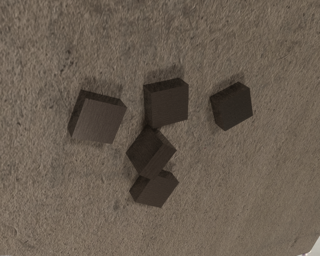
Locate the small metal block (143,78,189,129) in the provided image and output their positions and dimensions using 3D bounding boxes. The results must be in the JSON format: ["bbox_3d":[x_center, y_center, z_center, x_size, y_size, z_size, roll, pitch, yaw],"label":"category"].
[{"bbox_3d":[0.008,-0.032,0.393,0.050,0.025,0.050,-15,125,-20],"label":"small metal block"}]

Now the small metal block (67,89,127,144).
[{"bbox_3d":[-0.073,-0.012,0.360,0.050,0.025,0.050,12,112,-34],"label":"small metal block"}]

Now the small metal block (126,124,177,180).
[{"bbox_3d":[-0.013,0.031,0.404,0.025,0.050,0.050,29,102,-38],"label":"small metal block"}]

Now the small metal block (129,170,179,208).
[{"bbox_3d":[-0.009,0.087,0.458,0.050,0.025,0.050,24,105,-37],"label":"small metal block"}]

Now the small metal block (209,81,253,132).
[{"bbox_3d":[0.104,-0.031,0.447,0.050,0.025,0.050,-29,129,-11],"label":"small metal block"}]
